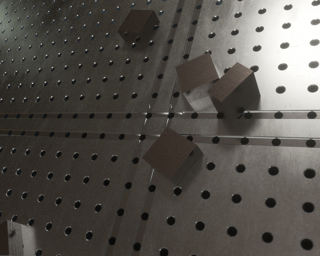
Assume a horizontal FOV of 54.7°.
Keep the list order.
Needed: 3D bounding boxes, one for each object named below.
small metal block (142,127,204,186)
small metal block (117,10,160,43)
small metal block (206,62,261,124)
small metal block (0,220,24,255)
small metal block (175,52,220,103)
[{"bbox_3d":[0.015,0.034,0.378,0.050,0.025,0.050,32,79,37],"label":"small metal block"},{"bbox_3d":[-0.037,-0.176,0.534,0.050,0.025,0.050,17,70,34],"label":"small metal block"},{"bbox_3d":[0.089,-0.041,0.370,0.050,0.050,0.025,-44,51,-2],"label":"small metal block"},{"bbox_3d":[-0.216,0.162,0.420,0.050,0.025,0.050,-32,52,7],"label":"small metal block"},{"bbox_3d":[0.053,-0.068,0.421,0.050,0.025,0.050,-22,54,14],"label":"small metal block"}]
